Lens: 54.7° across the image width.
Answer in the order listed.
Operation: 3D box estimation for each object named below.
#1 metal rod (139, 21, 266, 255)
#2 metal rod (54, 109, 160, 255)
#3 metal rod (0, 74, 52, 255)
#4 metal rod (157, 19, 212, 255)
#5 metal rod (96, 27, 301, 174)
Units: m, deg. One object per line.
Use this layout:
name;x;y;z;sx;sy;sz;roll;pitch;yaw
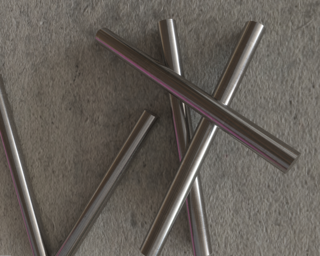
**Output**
metal rod;0.050;0.014;0.369;0.025;0.025;0.299;25;90;18
metal rod;-0.089;0.105;0.438;0.025;0.025;0.299;35;101;16
metal rod;-0.224;0.057;0.485;0.025;0.025;0.299;-21;83;18
metal rod;0.031;0.010;0.397;0.025;0.025;0.298;-10;87;19
metal rod;0.023;-0.048;0.367;0.300;0.025;0.025;38;102;28
